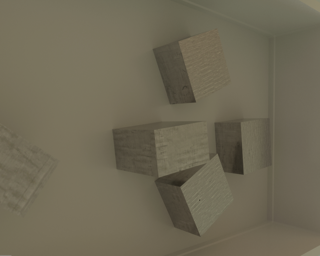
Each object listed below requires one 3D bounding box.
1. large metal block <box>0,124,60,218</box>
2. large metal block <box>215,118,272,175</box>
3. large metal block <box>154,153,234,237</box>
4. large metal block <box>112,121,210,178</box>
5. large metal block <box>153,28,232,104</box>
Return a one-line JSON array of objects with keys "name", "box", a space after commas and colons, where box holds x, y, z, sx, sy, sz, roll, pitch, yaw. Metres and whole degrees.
[{"name": "large metal block", "box": [-0.143, 0.025, 0.252, 0.080, 0.080, 0.050, 42, 65, -32]}, {"name": "large metal block", "box": [0.138, 0.027, 0.509, 0.081, 0.050, 0.079, -8, 95, -40]}, {"name": "large metal block", "box": [0.050, 0.089, 0.435, 0.081, 0.050, 0.080, -35, 112, -35]}, {"name": "large metal block", "box": [0.001, 0.021, 0.374, 0.081, 0.080, 0.050, -10, 97, -40]}, {"name": "large metal block", "box": [0.047, -0.085, 0.432, 0.081, 0.050, 0.080, -30, 109, -36]}]
